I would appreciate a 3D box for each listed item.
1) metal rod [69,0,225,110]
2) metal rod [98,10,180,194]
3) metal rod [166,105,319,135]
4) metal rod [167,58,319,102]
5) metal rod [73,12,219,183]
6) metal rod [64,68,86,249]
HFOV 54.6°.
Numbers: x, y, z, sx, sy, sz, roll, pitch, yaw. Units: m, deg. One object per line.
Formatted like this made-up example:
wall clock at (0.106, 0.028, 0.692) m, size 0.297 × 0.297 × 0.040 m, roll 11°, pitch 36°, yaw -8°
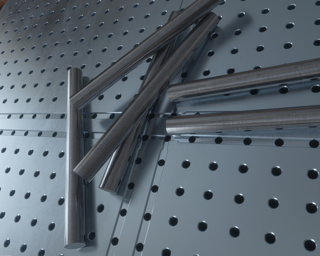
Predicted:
metal rod at (-0.007, -0.126, 0.456) m, size 0.300 × 0.025 × 0.025 m, roll -37°, pitch 51°, yaw 3°
metal rod at (-0.019, -0.051, 0.450) m, size 0.025 × 0.025 × 0.300 m, roll 6°, pitch 65°, yaw 31°
metal rod at (0.148, -0.011, 0.337) m, size 0.300 × 0.025 × 0.025 m, roll -3°, pitch 60°, yaw 26°
metal rod at (0.151, -0.064, 0.368) m, size 0.300 × 0.025 × 0.025 m, roll -7°, pitch 59°, yaw 24°
metal rod at (-0.008, -0.054, 0.423) m, size 0.025 × 0.025 × 0.300 m, roll 24°, pitch 67°, yaw 36°
metal rod at (-0.126, 0.023, 0.461) m, size 0.025 × 0.025 × 0.300 m, roll -22°, pitch 53°, yaw 15°
